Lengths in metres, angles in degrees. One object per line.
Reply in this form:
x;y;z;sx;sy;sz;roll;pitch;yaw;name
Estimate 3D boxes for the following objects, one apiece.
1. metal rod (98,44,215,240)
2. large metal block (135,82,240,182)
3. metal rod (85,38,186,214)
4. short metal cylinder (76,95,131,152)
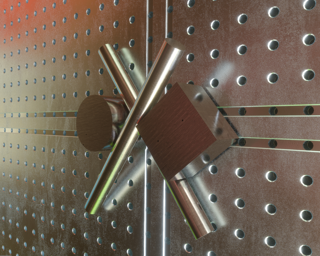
-0.015;0.003;0.416;0.025;0.025;0.299;-43;64;31;metal rod
0.029;0.005;0.363;0.080;0.050;0.080;-46;63;30;large metal block
-0.046;0.018;0.415;0.025;0.025;0.298;50;128;28;metal rod
-0.077;-0.007;0.452;0.080;0.050;0.079;0;90;40;short metal cylinder
